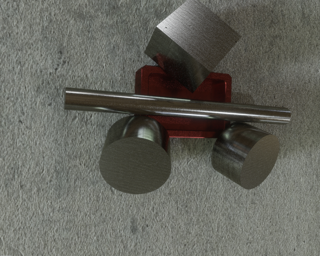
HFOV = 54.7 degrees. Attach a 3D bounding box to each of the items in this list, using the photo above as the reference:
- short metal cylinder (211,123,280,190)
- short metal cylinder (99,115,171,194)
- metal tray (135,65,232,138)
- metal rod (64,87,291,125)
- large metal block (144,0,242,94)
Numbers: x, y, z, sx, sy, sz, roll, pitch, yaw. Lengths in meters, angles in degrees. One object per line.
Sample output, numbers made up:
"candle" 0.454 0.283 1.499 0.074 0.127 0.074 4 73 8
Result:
"short metal cylinder" 0.117 0.036 0.423 0.081 0.050 0.079 -20 123 -33
"short metal cylinder" -0.027 0.031 0.367 0.081 0.050 0.079 0 120 0
"metal tray" 0.032 -0.032 0.420 0.131 0.030 0.089 2 89 -20
"metal rod" 0.037 -0.025 0.392 0.302 0.025 0.025 3 89 -20
"large metal block" 0.041 -0.105 0.389 0.080 0.050 0.080 41 60 0
